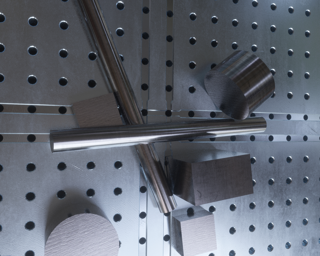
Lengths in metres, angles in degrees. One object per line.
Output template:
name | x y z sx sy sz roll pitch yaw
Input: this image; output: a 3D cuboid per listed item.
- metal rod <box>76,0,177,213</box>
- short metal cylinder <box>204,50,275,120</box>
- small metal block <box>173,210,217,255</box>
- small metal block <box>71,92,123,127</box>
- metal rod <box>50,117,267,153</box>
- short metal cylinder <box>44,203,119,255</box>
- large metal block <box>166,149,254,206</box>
metal rod | -0.041 -0.030 0.397 0.025 0.025 0.299 -23 98 -19
short metal cylinder | 0.107 -0.058 0.423 0.050 0.080 0.080 -39 103 -16
small metal block | 0.049 0.146 0.431 0.050 0.025 0.050 -7 92 -20
small metal block | -0.077 -0.013 0.384 0.050 0.025 0.050 -18 96 -19
metal rod | 0.019 0.004 0.397 0.303 0.025 0.025 -4 92 -28
short metal cylinder | -0.093 0.134 0.365 0.081 0.050 0.080 0 90 -20
large metal block | 0.062 0.060 0.406 0.081 0.080 0.050 -7 93 -20
